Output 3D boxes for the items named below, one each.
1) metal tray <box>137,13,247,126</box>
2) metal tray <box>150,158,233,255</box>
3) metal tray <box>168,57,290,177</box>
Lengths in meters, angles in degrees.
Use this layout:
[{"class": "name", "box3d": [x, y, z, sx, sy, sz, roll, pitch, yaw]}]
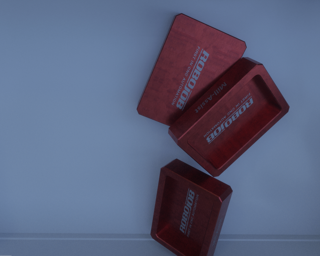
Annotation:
[{"class": "metal tray", "box3d": [0.036, -0.063, 0.386, 0.090, 0.030, 0.129, 22, 108, -8]}, {"class": "metal tray", "box3d": [0.037, 0.117, 0.417, 0.090, 0.030, 0.129, 25, 122, 29]}, {"class": "metal tray", "box3d": [0.086, -0.010, 0.380, 0.130, 0.030, 0.090, -44, 125, 5]}]
